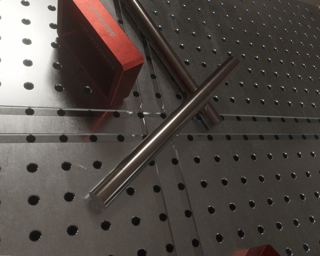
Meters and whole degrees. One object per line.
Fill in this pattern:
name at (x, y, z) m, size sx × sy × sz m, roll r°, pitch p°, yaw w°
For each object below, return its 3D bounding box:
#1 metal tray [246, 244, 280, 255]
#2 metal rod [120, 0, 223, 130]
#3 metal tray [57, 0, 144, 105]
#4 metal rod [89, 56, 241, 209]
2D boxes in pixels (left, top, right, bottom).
metal tray at (0.141, 0.214, 0.353) m, size 0.130 × 0.030 × 0.091 m, roll 47°, pitch 51°, yaw 5°
metal rod at (0.003, -0.127, 0.488) m, size 0.025 × 0.025 × 0.299 m, roll -24°, pitch 75°, yaw -37°
metal tray at (-0.079, -0.103, 0.385) m, size 0.030 × 0.090 × 0.130 m, roll -32°, pitch 80°, yaw -29°
metal rod at (0.025, -0.012, 0.408) m, size 0.025 × 0.025 × 0.301 m, roll 44°, pitch 58°, yaw 2°
